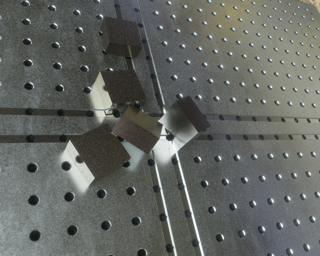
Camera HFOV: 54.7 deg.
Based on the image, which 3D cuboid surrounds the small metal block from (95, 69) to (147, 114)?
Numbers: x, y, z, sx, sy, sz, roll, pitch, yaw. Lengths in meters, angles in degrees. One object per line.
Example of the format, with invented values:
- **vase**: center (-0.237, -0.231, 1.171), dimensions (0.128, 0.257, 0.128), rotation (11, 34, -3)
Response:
- **small metal block**: center (-0.052, -0.049, 0.411), dimensions (0.050, 0.025, 0.050), rotation (-10, 67, -33)

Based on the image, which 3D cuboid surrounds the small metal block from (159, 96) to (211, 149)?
- **small metal block**: center (0.033, -0.007, 0.416), dimensions (0.025, 0.050, 0.050), rotation (-25, 76, -37)

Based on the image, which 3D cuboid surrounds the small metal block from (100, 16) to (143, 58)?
- **small metal block**: center (-0.058, -0.134, 0.460), dimensions (0.050, 0.025, 0.050), rotation (1, 61, -28)

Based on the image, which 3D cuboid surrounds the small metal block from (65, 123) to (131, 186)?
- **small metal block**: center (-0.070, 0.029, 0.354), dimensions (0.050, 0.025, 0.050), rotation (-28, 77, -38)

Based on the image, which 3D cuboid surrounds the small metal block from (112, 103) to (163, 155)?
- **small metal block**: center (-0.026, 0.000, 0.381), dimensions (0.050, 0.025, 0.050), rotation (33, 19, -7)
